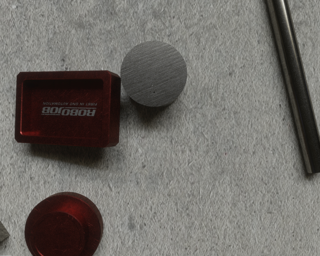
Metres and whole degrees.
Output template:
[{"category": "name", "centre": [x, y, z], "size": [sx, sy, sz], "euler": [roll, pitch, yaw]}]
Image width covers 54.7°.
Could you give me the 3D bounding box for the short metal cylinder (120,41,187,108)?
[{"category": "short metal cylinder", "centre": [-0.008, -0.066, 0.397], "size": [0.081, 0.050, 0.079], "euler": [0, 90, -1]}]

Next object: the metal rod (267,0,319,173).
[{"category": "metal rod", "centre": [0.175, -0.088, 0.412], "size": [0.025, 0.025, 0.298], "euler": [-13, 90, 0]}]

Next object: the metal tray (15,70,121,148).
[{"category": "metal tray", "centre": [-0.116, -0.024, 0.387], "size": [0.130, 0.030, 0.089], "euler": [2, 90, 16]}]

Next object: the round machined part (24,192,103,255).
[{"category": "round machined part", "centre": [-0.126, 0.135, 0.400], "size": [0.099, 0.042, 0.097], "euler": [0, 90, -1]}]

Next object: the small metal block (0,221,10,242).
[{"category": "small metal block", "centre": [-0.238, 0.138, 0.407], "size": [0.050, 0.025, 0.050], "euler": [-34, 90, 0]}]
